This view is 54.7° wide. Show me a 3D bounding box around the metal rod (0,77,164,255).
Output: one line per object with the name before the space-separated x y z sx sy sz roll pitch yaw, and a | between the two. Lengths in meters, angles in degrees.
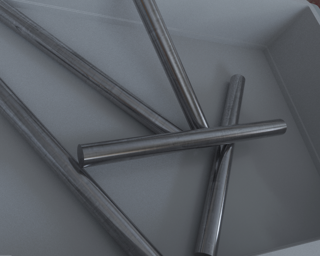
metal rod | -0.106 0.034 0.327 0.300 0.025 0.025 46 51 4

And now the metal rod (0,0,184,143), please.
metal rod | -0.091 -0.070 0.398 0.301 0.025 0.025 36 51 -4

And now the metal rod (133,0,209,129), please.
metal rod | 0.002 -0.110 0.393 0.025 0.025 0.299 -37 109 -38

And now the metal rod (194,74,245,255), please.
metal rod | 0.091 0.031 0.435 0.025 0.025 0.300 28 52 -11

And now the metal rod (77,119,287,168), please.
metal rod | 0.049 0.014 0.392 0.303 0.025 0.025 -7 65 -29
